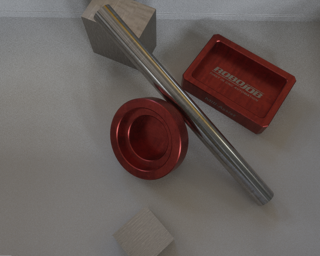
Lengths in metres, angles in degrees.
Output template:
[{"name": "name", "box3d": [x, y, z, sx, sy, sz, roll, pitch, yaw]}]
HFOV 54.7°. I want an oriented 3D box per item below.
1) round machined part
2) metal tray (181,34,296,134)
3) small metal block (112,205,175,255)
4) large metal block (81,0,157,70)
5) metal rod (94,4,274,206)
[{"name": "round machined part", "box3d": [-0.009, 0.011, 0.379, 0.098, 0.042, 0.097, 6, 102, 29]}, {"name": "metal tray", "box3d": [0.107, -0.063, 0.431, 0.130, 0.030, 0.090, 33, 73, 11]}, {"name": "small metal block", "box3d": [-0.019, 0.128, 0.363, 0.050, 0.025, 0.050, -39, 75, -13]}, {"name": "large metal block", "box3d": [-0.052, -0.132, 0.428, 0.080, 0.080, 0.050, 23, 72, 8]}, {"name": "metal rod", "box3d": [0.030, -0.025, 0.374, 0.025, 0.025, 0.300, -42, 93, -14]}]
